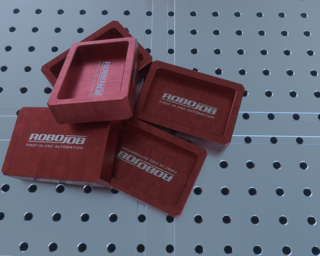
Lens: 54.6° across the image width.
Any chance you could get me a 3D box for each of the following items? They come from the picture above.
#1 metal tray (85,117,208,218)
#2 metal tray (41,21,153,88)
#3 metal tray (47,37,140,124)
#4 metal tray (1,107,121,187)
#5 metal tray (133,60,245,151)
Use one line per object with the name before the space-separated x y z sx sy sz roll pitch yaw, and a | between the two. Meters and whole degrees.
metal tray | -0.018 0.045 0.392 0.130 0.030 0.090 24 72 8
metal tray | -0.086 -0.084 0.438 0.130 0.030 0.090 -38 74 -13
metal tray | -0.076 -0.063 0.386 0.090 0.030 0.130 -4 46 6
metal tray | -0.121 0.021 0.383 0.130 0.030 0.090 2 70 15
metal tray | 0.039 -0.031 0.419 0.130 0.030 0.090 17 71 6
